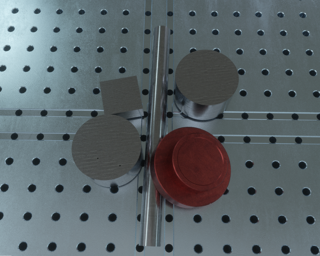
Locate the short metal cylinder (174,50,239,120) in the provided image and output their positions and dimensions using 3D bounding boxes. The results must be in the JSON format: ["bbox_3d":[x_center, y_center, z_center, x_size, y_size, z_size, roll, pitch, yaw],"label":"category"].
[{"bbox_3d":[0.059,-0.057,0.415,0.081,0.050,0.080,0,70,0],"label":"short metal cylinder"}]

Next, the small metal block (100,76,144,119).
[{"bbox_3d":[-0.052,-0.040,0.421,0.050,0.025,0.050,-10,70,-4],"label":"small metal block"}]

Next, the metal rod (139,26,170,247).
[{"bbox_3d":[-0.004,-0.004,0.409,0.025,0.025,0.299,3,70,1],"label":"metal rod"}]

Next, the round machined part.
[{"bbox_3d":[0.041,0.044,0.370,0.099,0.042,0.098,6,69,-15],"label":"round machined part"}]

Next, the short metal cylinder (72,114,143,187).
[{"bbox_3d":[-0.062,0.029,0.383,0.081,0.050,0.080,0,70,0],"label":"short metal cylinder"}]
